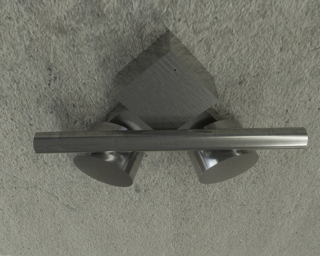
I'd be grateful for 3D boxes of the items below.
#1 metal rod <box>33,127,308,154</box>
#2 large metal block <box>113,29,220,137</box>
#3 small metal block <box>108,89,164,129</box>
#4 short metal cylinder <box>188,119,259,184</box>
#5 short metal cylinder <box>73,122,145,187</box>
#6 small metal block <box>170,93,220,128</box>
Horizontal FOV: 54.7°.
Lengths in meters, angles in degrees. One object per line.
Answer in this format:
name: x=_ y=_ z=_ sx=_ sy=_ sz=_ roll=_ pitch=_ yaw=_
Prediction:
metal rod: x=0.011 y=0.014 z=0.353 sx=0.302 sy=0.025 sz=0.025 roll=-1 pitch=130 yaw=0
large metal block: x=0.007 y=-0.047 z=0.350 sx=0.080 sy=0.050 sz=0.080 roll=-35 pitch=122 yaw=25
small metal block: x=-0.030 y=-0.014 z=0.397 sx=0.050 sy=0.025 sz=0.050 roll=-36 pitch=122 yaw=25
short metal cylinder: x=0.079 y=0.032 z=0.402 sx=0.081 sy=0.050 sz=0.080 roll=-15 pitch=150 yaw=-9
short metal cylinder: x=-0.064 y=0.036 z=0.403 sx=0.080 sy=0.050 sz=0.080 roll=15 pitch=149 yaw=10
small metal block: x=0.043 y=-0.012 z=0.398 sx=0.050 sy=0.025 sz=0.050 roll=-36 pitch=122 yaw=26
